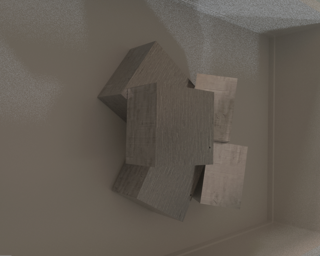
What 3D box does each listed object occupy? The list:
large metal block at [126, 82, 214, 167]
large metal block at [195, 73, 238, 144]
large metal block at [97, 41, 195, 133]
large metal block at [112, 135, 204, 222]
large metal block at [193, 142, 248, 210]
[{"bbox_3d":[0.012,-0.001,0.333,0.081,0.050,0.080,3,87,-39],"label":"large metal block"},{"bbox_3d":[0.068,-0.021,0.420,0.080,0.050,0.080,63,36,-81],"label":"large metal block"},{"bbox_3d":[-0.014,-0.045,0.379,0.080,0.050,0.080,44,64,-32],"label":"large metal block"},{"bbox_3d":[0.000,0.061,0.387,0.080,0.050,0.080,37,67,-34],"label":"large metal block"},{"bbox_3d":[0.080,0.064,0.430,0.050,0.080,0.080,9,82,0],"label":"large metal block"}]
